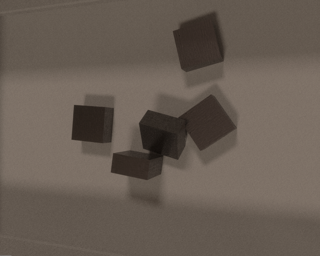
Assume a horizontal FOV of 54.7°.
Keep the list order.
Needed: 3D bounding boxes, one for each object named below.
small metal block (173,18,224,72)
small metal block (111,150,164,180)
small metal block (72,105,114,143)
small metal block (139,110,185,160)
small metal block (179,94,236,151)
[{"bbox_3d":[0.049,-0.104,0.393,0.050,0.025,0.050,-13,86,19],"label":"small metal block"},{"bbox_3d":[-0.029,0.047,0.406,0.050,0.050,0.025,8,93,19],"label":"small metal block"},{"bbox_3d":[-0.096,-0.006,0.443,0.050,0.025,0.050,5,92,19],"label":"small metal block"},{"bbox_3d":[0.004,0.009,0.393,0.050,0.050,0.025,16,51,19],"label":"small metal block"},{"bbox_3d":[0.060,-0.006,0.389,0.050,0.025,0.050,-36,79,16],"label":"small metal block"}]
